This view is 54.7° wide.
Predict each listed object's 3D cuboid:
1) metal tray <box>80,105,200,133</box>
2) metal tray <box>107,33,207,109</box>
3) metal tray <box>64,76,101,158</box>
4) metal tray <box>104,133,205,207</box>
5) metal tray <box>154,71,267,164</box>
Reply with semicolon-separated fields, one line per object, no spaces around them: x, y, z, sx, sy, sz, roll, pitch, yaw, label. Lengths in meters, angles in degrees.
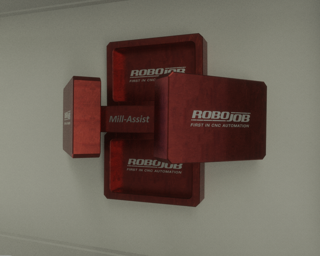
-0.019;-0.010;0.381;0.130;0.090;0.030;1;90;19;metal tray
-0.005;-0.070;0.408;0.130;0.030;0.089;0;90;19;metal tray
-0.103;-0.012;0.396;0.030;0.130;0.089;1;90;-22;metal tray
-0.009;0.050;0.407;0.130;0.030;0.089;1;90;19;metal tray
0.059;-0.009;0.339;0.030;0.131;0.089;1;90;62;metal tray
